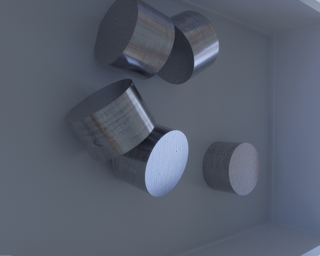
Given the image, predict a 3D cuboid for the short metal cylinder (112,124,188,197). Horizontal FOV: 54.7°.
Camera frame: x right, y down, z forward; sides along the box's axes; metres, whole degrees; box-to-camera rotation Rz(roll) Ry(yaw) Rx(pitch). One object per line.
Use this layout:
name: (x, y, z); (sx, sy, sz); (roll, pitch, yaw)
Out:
short metal cylinder: (-0.010, 0.035, 0.369); (0.081, 0.050, 0.079); (-26, 125, -45)

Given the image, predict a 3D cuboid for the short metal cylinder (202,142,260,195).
short metal cylinder: (0.113, 0.062, 0.488); (0.081, 0.050, 0.079); (0, 90, -40)

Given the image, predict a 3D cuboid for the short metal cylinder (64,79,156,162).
short metal cylinder: (-0.052, -0.010, 0.329); (0.080, 0.080, 0.050); (-45, 117, -31)

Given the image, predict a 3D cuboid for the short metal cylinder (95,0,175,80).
short metal cylinder: (-0.030, -0.100, 0.347); (0.050, 0.080, 0.080); (16, 80, -39)

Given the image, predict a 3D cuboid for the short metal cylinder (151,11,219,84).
short metal cylinder: (0.027, -0.102, 0.395); (0.050, 0.080, 0.080); (-36, 113, -34)
